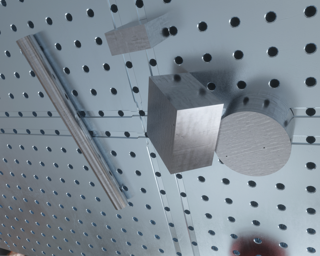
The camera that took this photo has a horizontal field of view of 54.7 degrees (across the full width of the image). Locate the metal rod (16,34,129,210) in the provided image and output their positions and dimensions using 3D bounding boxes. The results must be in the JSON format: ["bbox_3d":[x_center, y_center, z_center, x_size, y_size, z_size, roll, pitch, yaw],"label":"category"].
[{"bbox_3d":[-0.126,0.003,0.477,0.025,0.025,0.299,-13,112,33],"label":"metal rod"}]

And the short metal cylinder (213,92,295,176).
[{"bbox_3d":[0.104,0.006,0.344,0.080,0.050,0.079,13,124,20],"label":"short metal cylinder"}]

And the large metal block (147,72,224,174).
[{"bbox_3d":[0.023,-0.008,0.350,0.080,0.050,0.079,-124,31,-50],"label":"large metal block"}]

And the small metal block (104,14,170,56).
[{"bbox_3d":[-0.024,-0.103,0.343,0.050,0.050,0.025,-3,117,29],"label":"small metal block"}]
